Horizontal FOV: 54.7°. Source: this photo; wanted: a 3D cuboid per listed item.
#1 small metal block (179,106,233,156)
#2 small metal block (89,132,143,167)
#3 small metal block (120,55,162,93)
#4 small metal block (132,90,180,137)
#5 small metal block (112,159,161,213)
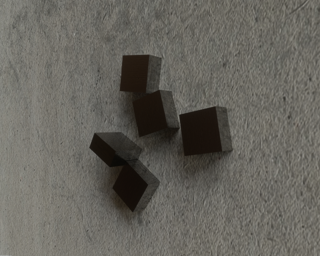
[{"bbox_3d":[0.053,0.005,0.361,0.050,0.025,0.050,-12,82,39],"label":"small metal block"},{"bbox_3d":[-0.063,0.029,0.441,0.050,0.050,0.025,36,112,34],"label":"small metal block"},{"bbox_3d":[-0.027,-0.073,0.427,0.050,0.025,0.050,9,96,39],"label":"small metal block"},{"bbox_3d":[-0.006,-0.018,0.410,0.050,0.025,0.050,-19,78,38],"label":"small metal block"},{"bbox_3d":[-0.034,0.080,0.433,0.050,0.025,0.050,42,115,32],"label":"small metal block"}]
